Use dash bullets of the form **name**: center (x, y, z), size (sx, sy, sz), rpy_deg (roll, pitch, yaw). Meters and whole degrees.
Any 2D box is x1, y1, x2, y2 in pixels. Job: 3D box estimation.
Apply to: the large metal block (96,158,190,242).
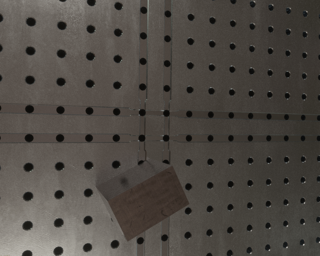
- **large metal block**: center (-0.024, 0.081, 0.376), size (0.081, 0.080, 0.050), rpy_deg (-26, 99, -18)
